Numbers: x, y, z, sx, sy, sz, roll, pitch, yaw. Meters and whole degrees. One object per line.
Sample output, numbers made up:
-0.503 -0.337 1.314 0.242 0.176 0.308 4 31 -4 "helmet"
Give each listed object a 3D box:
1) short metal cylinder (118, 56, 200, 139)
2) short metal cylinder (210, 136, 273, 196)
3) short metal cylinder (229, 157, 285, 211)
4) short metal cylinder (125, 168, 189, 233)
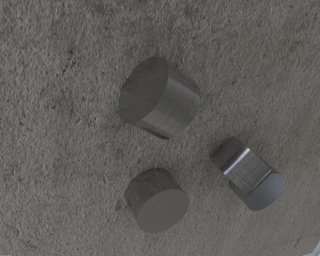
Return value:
-0.002 -0.033 0.350 0.050 0.080 0.080 28 103 -38 "short metal cylinder"
0.124 0.058 0.474 0.050 0.080 0.080 -47 129 4 "short metal cylinder"
0.170 0.097 0.543 0.081 0.050 0.079 -14 124 -21 "short metal cylinder"
-0.005 0.106 0.453 0.081 0.050 0.079 -14 124 -21 "short metal cylinder"
